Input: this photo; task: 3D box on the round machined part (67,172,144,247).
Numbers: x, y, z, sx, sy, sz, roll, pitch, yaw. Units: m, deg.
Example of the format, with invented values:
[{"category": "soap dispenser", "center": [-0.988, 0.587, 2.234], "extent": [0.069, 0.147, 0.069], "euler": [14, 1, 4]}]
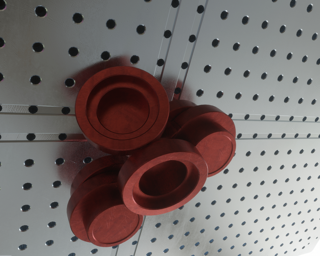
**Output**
[{"category": "round machined part", "center": [-0.059, 0.105, 0.377], "extent": [0.099, 0.042, 0.097], "euler": [-14, 124, -21]}]

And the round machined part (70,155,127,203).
[{"category": "round machined part", "center": [-0.059, 0.086, 0.393], "extent": [0.099, 0.042, 0.097], "euler": [-14, 124, -21]}]

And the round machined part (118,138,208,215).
[{"category": "round machined part", "center": [0.000, 0.050, 0.347], "extent": [0.099, 0.042, 0.097], "euler": [-13, 131, -15]}]

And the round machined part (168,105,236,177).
[{"category": "round machined part", "center": [0.055, 0.023, 0.388], "extent": [0.099, 0.042, 0.097], "euler": [-14, 124, -21]}]

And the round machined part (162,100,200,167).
[{"category": "round machined part", "center": [0.026, 0.017, 0.397], "extent": [0.099, 0.042, 0.097], "euler": [-14, 124, -21]}]

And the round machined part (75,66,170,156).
[{"category": "round machined part", "center": [-0.040, -0.016, 0.343], "extent": [0.099, 0.098, 0.042], "euler": [-25, 163, -13]}]
